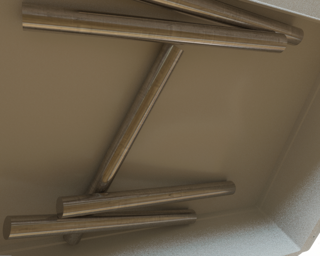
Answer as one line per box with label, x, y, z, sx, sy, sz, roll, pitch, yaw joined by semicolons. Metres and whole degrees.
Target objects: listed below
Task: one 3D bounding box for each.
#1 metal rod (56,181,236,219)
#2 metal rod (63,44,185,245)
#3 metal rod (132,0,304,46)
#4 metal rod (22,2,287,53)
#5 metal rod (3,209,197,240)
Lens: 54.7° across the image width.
metal rod;0.003;0.099;0.452;0.302;0.025;0.025;3;117;-37
metal rod;-0.054;0.030;0.399;0.025;0.025;0.298;19;109;-36
metal rod;0.061;-0.136;0.359;0.303;0.025;0.025;3;117;-30
metal rod;0.015;-0.105;0.338;0.303;0.025;0.025;-2;119;-23
metal rod;-0.055;0.130;0.434;0.302;0.025;0.025;12;113;-42
